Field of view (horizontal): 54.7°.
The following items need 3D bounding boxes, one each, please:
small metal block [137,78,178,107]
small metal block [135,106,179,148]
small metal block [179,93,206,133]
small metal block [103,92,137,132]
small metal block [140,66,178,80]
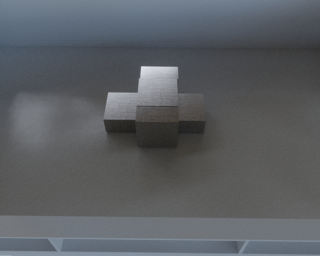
[{"bbox_3d":[-0.003,-0.038,0.401,0.050,0.025,0.050,1,50,0],"label":"small metal block"},{"bbox_3d":[-0.003,-0.001,0.385,0.050,0.050,0.025,1,50,0],"label":"small metal block"},{"bbox_3d":[0.034,-0.020,0.420,0.050,0.025,0.050,1,50,0],"label":"small metal block"},{"bbox_3d":[-0.047,-0.022,0.420,0.050,0.025,0.050,1,50,0],"label":"small metal block"},{"bbox_3d":[-0.001,-0.059,0.435,0.050,0.050,0.025,1,50,0],"label":"small metal block"}]
